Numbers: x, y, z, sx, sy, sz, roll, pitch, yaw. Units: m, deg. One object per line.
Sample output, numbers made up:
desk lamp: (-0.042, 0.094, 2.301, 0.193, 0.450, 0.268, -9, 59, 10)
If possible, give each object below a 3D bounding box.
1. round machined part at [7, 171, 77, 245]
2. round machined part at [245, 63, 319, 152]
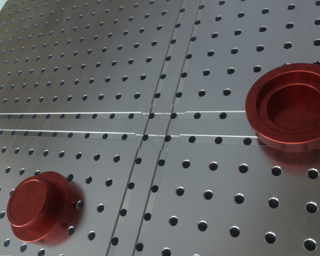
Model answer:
round machined part: (-0.167, 0.104, 0.422, 0.098, 0.042, 0.098, -13, 56, 21)
round machined part: (0.145, -0.018, 0.333, 0.098, 0.042, 0.098, -13, 56, 21)
